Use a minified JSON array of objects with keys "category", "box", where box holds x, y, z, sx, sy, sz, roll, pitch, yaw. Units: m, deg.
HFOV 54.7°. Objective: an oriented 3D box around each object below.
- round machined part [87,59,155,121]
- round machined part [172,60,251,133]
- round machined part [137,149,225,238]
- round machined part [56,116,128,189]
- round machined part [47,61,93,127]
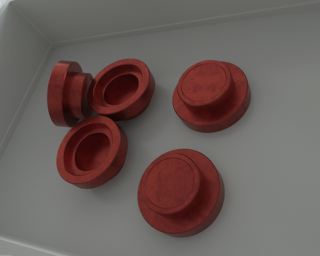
[{"category":"round machined part","box":[-0.052,-0.050,0.449,0.098,0.042,0.098,-12,55,18]},{"category":"round machined part","box":[0.061,-0.046,0.390,0.098,0.042,0.098,-13,56,20]},{"category":"round machined part","box":[0.018,0.067,0.343,0.098,0.042,0.098,-13,56,20]},{"category":"round machined part","box":[-0.086,0.035,0.416,0.098,0.042,0.098,-13,57,20]},{"category":"round machined part","box":[-0.126,-0.049,0.459,0.042,0.098,0.098,5,62,3]}]
